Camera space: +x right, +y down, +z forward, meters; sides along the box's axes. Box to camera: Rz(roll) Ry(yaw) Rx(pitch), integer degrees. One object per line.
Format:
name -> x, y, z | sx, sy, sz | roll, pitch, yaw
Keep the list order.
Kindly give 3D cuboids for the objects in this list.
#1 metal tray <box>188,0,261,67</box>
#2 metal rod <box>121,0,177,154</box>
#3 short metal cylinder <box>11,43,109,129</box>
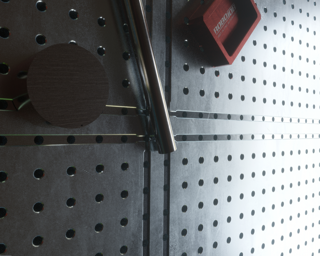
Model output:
metal tray -> 0.107, -0.172, 0.495 | 0.090, 0.030, 0.130 | 50, 61, -28
metal rod -> -0.024, -0.111, 0.388 | 0.025, 0.025, 0.298 | -23, 104, -38
short metal cylinder -> -0.099, -0.039, 0.310 | 0.081, 0.050, 0.080 | 0, 90, -40
